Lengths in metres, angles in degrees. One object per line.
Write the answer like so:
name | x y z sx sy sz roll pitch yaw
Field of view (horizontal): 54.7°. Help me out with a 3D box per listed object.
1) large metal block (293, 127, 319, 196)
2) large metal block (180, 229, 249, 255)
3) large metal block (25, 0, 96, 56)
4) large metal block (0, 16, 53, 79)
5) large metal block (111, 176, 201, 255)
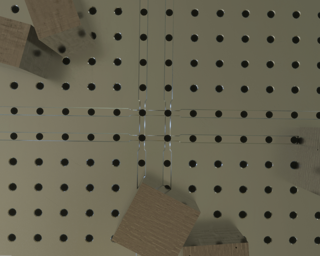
large metal block | 0.214 0.042 0.389 0.050 0.080 0.079 7 90 0
large metal block | 0.070 0.182 0.402 0.081 0.050 0.079 -3 90 -1
large metal block | -0.125 -0.144 0.384 0.050 0.080 0.080 -20 90 0
large metal block | -0.189 -0.102 0.383 0.080 0.080 0.050 15 90 -1
large metal block | -0.005 0.119 0.401 0.080 0.050 0.080 28 90 0
